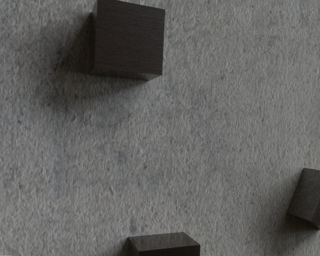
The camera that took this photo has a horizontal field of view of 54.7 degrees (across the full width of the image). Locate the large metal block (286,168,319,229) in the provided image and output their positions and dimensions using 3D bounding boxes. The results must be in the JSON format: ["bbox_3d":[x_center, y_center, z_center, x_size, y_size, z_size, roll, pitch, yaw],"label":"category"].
[{"bbox_3d":[0.264,0.119,0.496,0.080,0.050,0.080,29,81,-18],"label":"large metal block"}]

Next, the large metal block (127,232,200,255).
[{"bbox_3d":[0.003,0.185,0.398,0.081,0.050,0.079,2,89,-20],"label":"large metal block"}]

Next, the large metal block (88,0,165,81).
[{"bbox_3d":[-0.042,-0.105,0.381,0.081,0.050,0.079,3,89,-20],"label":"large metal block"}]
